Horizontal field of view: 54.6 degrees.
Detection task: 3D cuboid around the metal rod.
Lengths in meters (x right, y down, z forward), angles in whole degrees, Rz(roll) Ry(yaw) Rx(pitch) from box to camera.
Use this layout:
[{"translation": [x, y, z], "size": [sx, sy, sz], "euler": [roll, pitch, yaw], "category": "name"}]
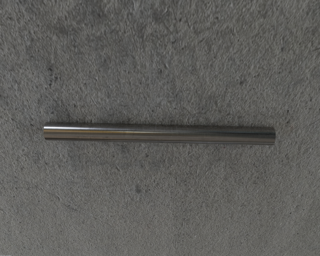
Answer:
[{"translation": [0.001, 0.008, 0.415], "size": [0.302, 0.025, 0.025], "euler": [1, 130, -2], "category": "metal rod"}]
